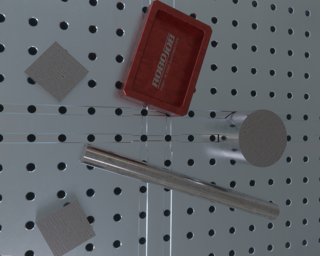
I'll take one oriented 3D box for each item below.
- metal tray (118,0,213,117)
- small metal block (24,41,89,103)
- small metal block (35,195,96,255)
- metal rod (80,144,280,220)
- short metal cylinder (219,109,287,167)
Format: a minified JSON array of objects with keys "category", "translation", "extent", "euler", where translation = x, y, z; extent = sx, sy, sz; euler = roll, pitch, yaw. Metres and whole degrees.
[{"category":"metal tray","translation":[0.008,-0.089,0.412],"extent":[0.091,0.030,0.129],"euler":[20,83,-19]},{"category":"small metal block","translation":[-0.122,-0.065,0.368],"extent":[0.050,0.025,0.050],"euler":[43,76,-15]},{"category":"small metal block","translation":[-0.113,0.117,0.371],"extent":[0.050,0.025,0.050],"euler":[-28,99,-18]},{"category":"metal rod","translation":[0.041,0.080,0.427],"extent":[0.302,0.025,0.025],"euler":[20,83,-19]},{"category":"short metal cylinder","translation":[0.134,0.014,0.448],"extent":[0.081,0.050,0.080],"euler":[0,90,-20]}]
